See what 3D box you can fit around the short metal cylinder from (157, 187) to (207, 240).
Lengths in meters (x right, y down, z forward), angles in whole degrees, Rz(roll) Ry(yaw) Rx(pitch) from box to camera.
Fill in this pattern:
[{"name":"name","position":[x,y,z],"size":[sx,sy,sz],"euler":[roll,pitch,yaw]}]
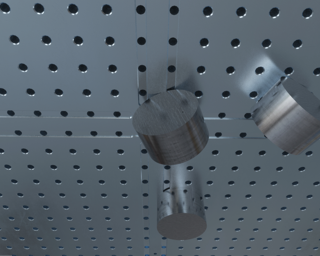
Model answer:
[{"name":"short metal cylinder","position":[0.035,0.144,0.518],"size":[0.081,0.050,0.079],"euler":[0,130,0]}]

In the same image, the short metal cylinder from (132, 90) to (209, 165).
[{"name":"short metal cylinder","position":[0.014,-0.002,0.374],"size":[0.080,0.080,0.050],"euler":[-15,129,12]}]

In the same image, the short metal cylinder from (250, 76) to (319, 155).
[{"name":"short metal cylinder","position":[0.155,-0.015,0.364],"size":[0.080,0.080,0.050],"euler":[24,126,-20]}]
